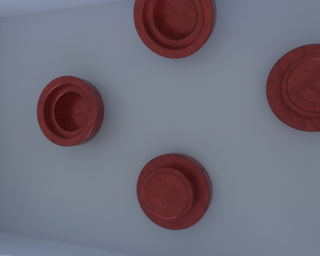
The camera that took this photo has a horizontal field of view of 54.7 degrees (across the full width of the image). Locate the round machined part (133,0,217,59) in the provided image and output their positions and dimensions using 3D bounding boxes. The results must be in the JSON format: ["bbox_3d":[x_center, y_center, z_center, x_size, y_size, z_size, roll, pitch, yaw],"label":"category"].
[{"bbox_3d":[0.021,-0.139,0.381,0.098,0.042,0.097,9,120,17],"label":"round machined part"}]

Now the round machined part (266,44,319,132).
[{"bbox_3d":[0.169,-0.044,0.342,0.098,0.042,0.097,0,90,20],"label":"round machined part"}]

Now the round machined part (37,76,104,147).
[{"bbox_3d":[-0.123,-0.023,0.445,0.098,0.042,0.097,0,90,20],"label":"round machined part"}]

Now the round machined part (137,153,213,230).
[{"bbox_3d":[0.015,0.082,0.396,0.098,0.042,0.097,0,90,20],"label":"round machined part"}]
